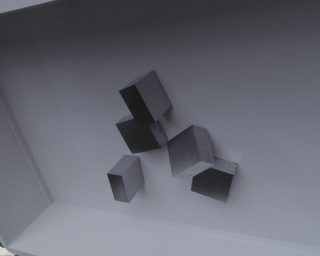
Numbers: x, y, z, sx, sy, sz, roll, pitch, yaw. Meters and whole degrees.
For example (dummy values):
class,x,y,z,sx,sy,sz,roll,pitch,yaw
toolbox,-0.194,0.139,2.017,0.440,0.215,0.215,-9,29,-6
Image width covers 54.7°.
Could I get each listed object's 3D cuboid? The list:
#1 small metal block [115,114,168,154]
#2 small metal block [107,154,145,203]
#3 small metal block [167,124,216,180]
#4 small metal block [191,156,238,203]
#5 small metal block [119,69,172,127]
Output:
class,x,y,z,sx,sy,sz,roll,pitch,yaw
small metal block,-0.025,0.005,0.425,0.050,0.025,0.050,-15,111,34
small metal block,-0.050,0.075,0.465,0.025,0.050,0.050,4,120,26
small metal block,0.037,0.031,0.390,0.025,0.050,0.050,17,141,-37
small metal block,0.072,0.066,0.412,0.050,0.025,0.050,16,125,19
small metal block,-0.016,-0.037,0.378,0.025,0.050,0.050,-17,110,35
